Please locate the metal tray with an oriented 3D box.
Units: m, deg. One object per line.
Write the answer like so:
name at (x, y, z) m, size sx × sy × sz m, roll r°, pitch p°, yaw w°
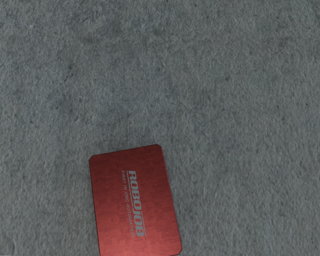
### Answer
metal tray at (-0.031, 0.091, 0.372) m, size 0.091 × 0.030 × 0.129 m, roll -10°, pitch 70°, yaw -4°
